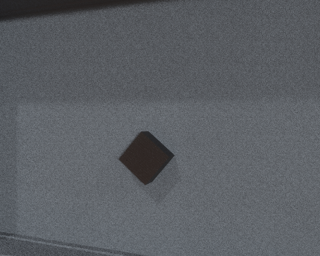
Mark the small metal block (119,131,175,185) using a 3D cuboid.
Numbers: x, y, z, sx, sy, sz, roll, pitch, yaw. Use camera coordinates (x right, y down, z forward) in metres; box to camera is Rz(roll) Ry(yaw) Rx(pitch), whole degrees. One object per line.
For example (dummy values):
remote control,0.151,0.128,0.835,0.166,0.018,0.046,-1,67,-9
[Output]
small metal block,-0.018,0.039,0.416,0.050,0.025,0.050,42,103,14
